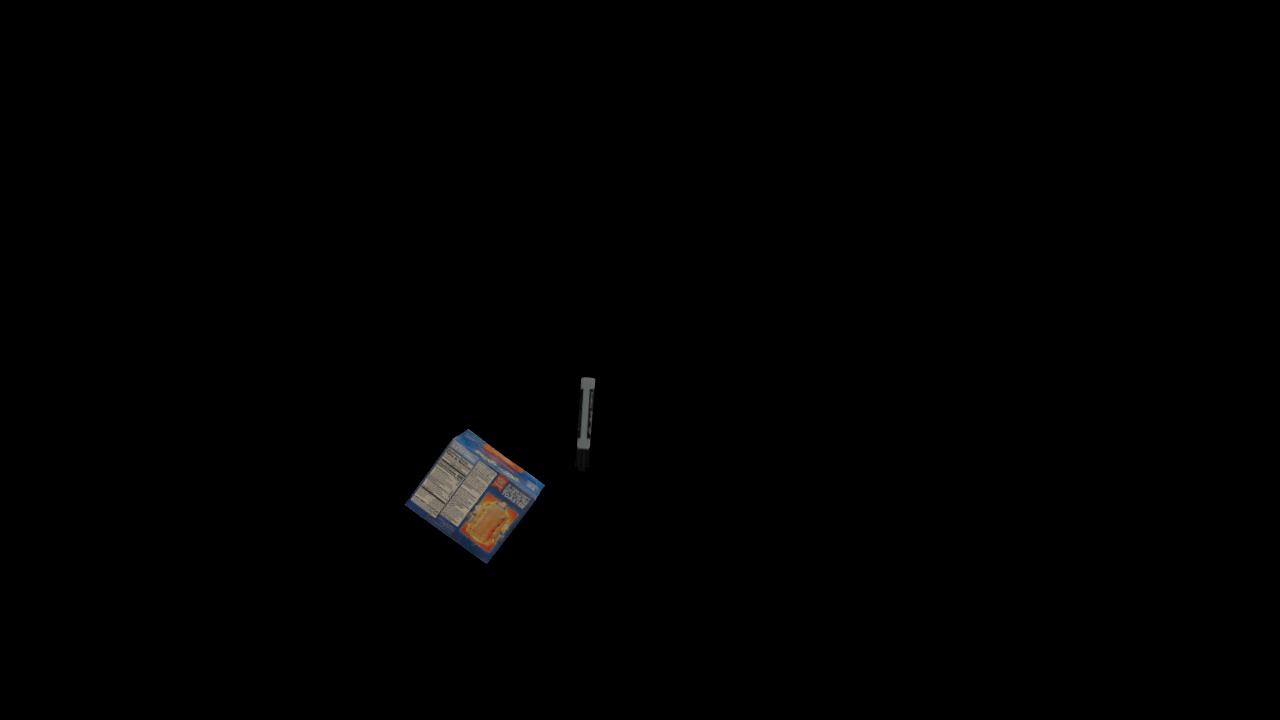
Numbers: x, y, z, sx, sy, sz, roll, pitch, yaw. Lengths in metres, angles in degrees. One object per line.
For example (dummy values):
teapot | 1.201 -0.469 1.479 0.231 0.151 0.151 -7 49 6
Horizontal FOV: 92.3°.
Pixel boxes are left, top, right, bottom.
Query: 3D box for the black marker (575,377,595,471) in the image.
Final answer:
black marker | -0.071 0.083 0.798 0.020 0.121 0.020 3 -10 1

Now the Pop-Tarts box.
Pop-Tarts box | -0.272 0.225 1.027 0.167 0.141 0.083 37 6 -3
